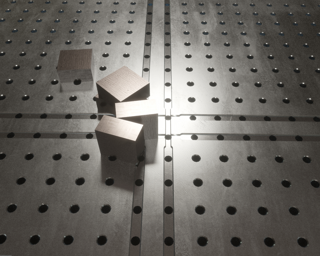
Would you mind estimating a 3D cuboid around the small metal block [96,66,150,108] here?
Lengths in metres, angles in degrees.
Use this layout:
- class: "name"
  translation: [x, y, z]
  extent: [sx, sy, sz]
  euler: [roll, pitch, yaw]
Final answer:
- class: "small metal block"
  translation: [-0.049, -0.052, 0.419]
  extent: [0.050, 0.025, 0.050]
  euler: [37, 59, 26]

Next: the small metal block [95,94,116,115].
- class: "small metal block"
  translation: [-0.057, -0.045, 0.445]
  extent: [0.050, 0.025, 0.050]
  euler: [19, 52, 14]

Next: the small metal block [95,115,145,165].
- class: "small metal block"
  translation: [-0.047, 0.015, 0.378]
  extent: [0.050, 0.050, 0.025]
  euler: [14, 52, 11]

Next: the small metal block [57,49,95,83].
- class: "small metal block"
  translation: [-0.132, -0.099, 0.489]
  extent: [0.050, 0.025, 0.050]
  euler: [-4, 50, -4]

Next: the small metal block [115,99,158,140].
- class: "small metal block"
  translation: [-0.029, -0.008, 0.398]
  extent: [0.050, 0.050, 0.025]
  euler: [-7, 51, -6]
